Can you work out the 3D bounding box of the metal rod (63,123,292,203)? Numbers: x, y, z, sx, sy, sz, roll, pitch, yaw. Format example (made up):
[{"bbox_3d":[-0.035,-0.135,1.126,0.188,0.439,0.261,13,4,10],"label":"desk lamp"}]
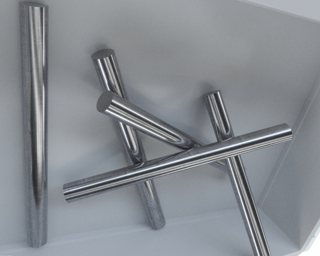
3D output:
[{"bbox_3d":[0.028,0.044,0.405,0.302,0.025,0.025,-15,126,-6],"label":"metal rod"}]

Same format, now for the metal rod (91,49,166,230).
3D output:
[{"bbox_3d":[-0.032,0.038,0.416,0.025,0.025,0.298,-24,128,-14],"label":"metal rod"}]

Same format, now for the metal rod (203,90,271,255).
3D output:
[{"bbox_3d":[0.120,0.089,0.454,0.025,0.025,0.298,-23,103,-15],"label":"metal rod"}]

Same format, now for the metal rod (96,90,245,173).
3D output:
[{"bbox_3d":[0.038,0.023,0.426,0.301,0.025,0.025,28,103,-44],"label":"metal rod"}]

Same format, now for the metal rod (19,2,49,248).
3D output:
[{"bbox_3d":[-0.138,0.019,0.345,0.025,0.025,0.298,-4,120,-27],"label":"metal rod"}]
